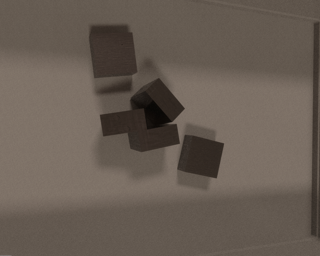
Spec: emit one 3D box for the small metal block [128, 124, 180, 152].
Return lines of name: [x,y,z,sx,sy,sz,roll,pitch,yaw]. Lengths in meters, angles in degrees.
small metal block: [-0.009,0.011,0.395,0.050,0.050,0.025,-11,95,-20]

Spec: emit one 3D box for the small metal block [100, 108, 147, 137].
small metal block: [-0.042,-0.008,0.375,0.050,0.050,0.025,-9,93,-1]

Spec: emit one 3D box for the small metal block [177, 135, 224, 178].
small metal block: [0.057,0.040,0.433,0.050,0.025,0.050,14,85,-20]

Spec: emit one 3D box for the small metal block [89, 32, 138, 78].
small metal block: [-0.059,-0.091,0.389,0.050,0.025,0.050,-8,93,-20]

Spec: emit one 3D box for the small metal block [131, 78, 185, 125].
small metal block: [-0.004,-0.032,0.395,0.050,0.050,0.025,49,68,-14]
